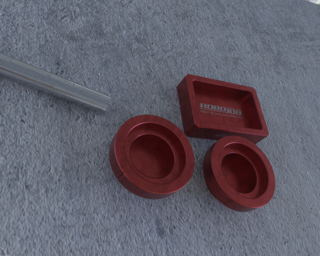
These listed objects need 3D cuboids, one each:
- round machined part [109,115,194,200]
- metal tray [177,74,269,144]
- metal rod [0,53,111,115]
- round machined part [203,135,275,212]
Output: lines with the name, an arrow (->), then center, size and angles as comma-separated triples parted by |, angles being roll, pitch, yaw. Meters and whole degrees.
round machined part -> -0.013, 0.036, 0.364 | 0.099, 0.042, 0.098 | 14, 56, -21
metal tray -> 0.095, -0.027, 0.467 | 0.131, 0.030, 0.090 | 7, 59, -25
metal rod -> -0.201, -0.080, 0.343 | 0.302, 0.025, 0.025 | 21, 54, -16
round machined part -> 0.098, 0.062, 0.408 | 0.099, 0.042, 0.098 | 14, 56, -21
